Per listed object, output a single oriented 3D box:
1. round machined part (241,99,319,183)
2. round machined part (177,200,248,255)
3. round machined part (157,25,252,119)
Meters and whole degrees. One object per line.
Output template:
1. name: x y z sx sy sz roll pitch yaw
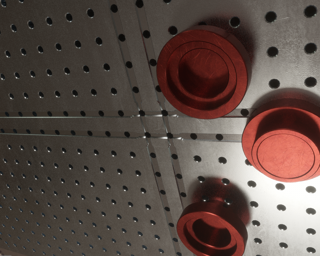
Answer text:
1. round machined part: 0.139 0.021 0.340 0.098 0.042 0.097 13 124 20
2. round machined part: 0.077 0.144 0.448 0.098 0.042 0.097 13 124 20
3. round machined part: 0.049 -0.062 0.335 0.098 0.042 0.097 13 124 20
